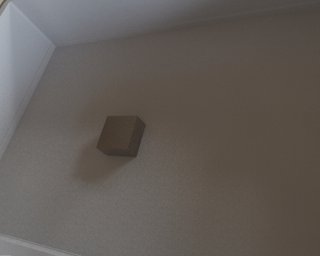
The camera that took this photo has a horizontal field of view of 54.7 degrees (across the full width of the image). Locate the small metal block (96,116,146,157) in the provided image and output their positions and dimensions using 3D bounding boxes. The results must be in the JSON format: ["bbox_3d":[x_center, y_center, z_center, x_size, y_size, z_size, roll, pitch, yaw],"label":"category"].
[{"bbox_3d":[-0.053,0.011,0.425,0.050,0.025,0.050,1,62,28],"label":"small metal block"}]
